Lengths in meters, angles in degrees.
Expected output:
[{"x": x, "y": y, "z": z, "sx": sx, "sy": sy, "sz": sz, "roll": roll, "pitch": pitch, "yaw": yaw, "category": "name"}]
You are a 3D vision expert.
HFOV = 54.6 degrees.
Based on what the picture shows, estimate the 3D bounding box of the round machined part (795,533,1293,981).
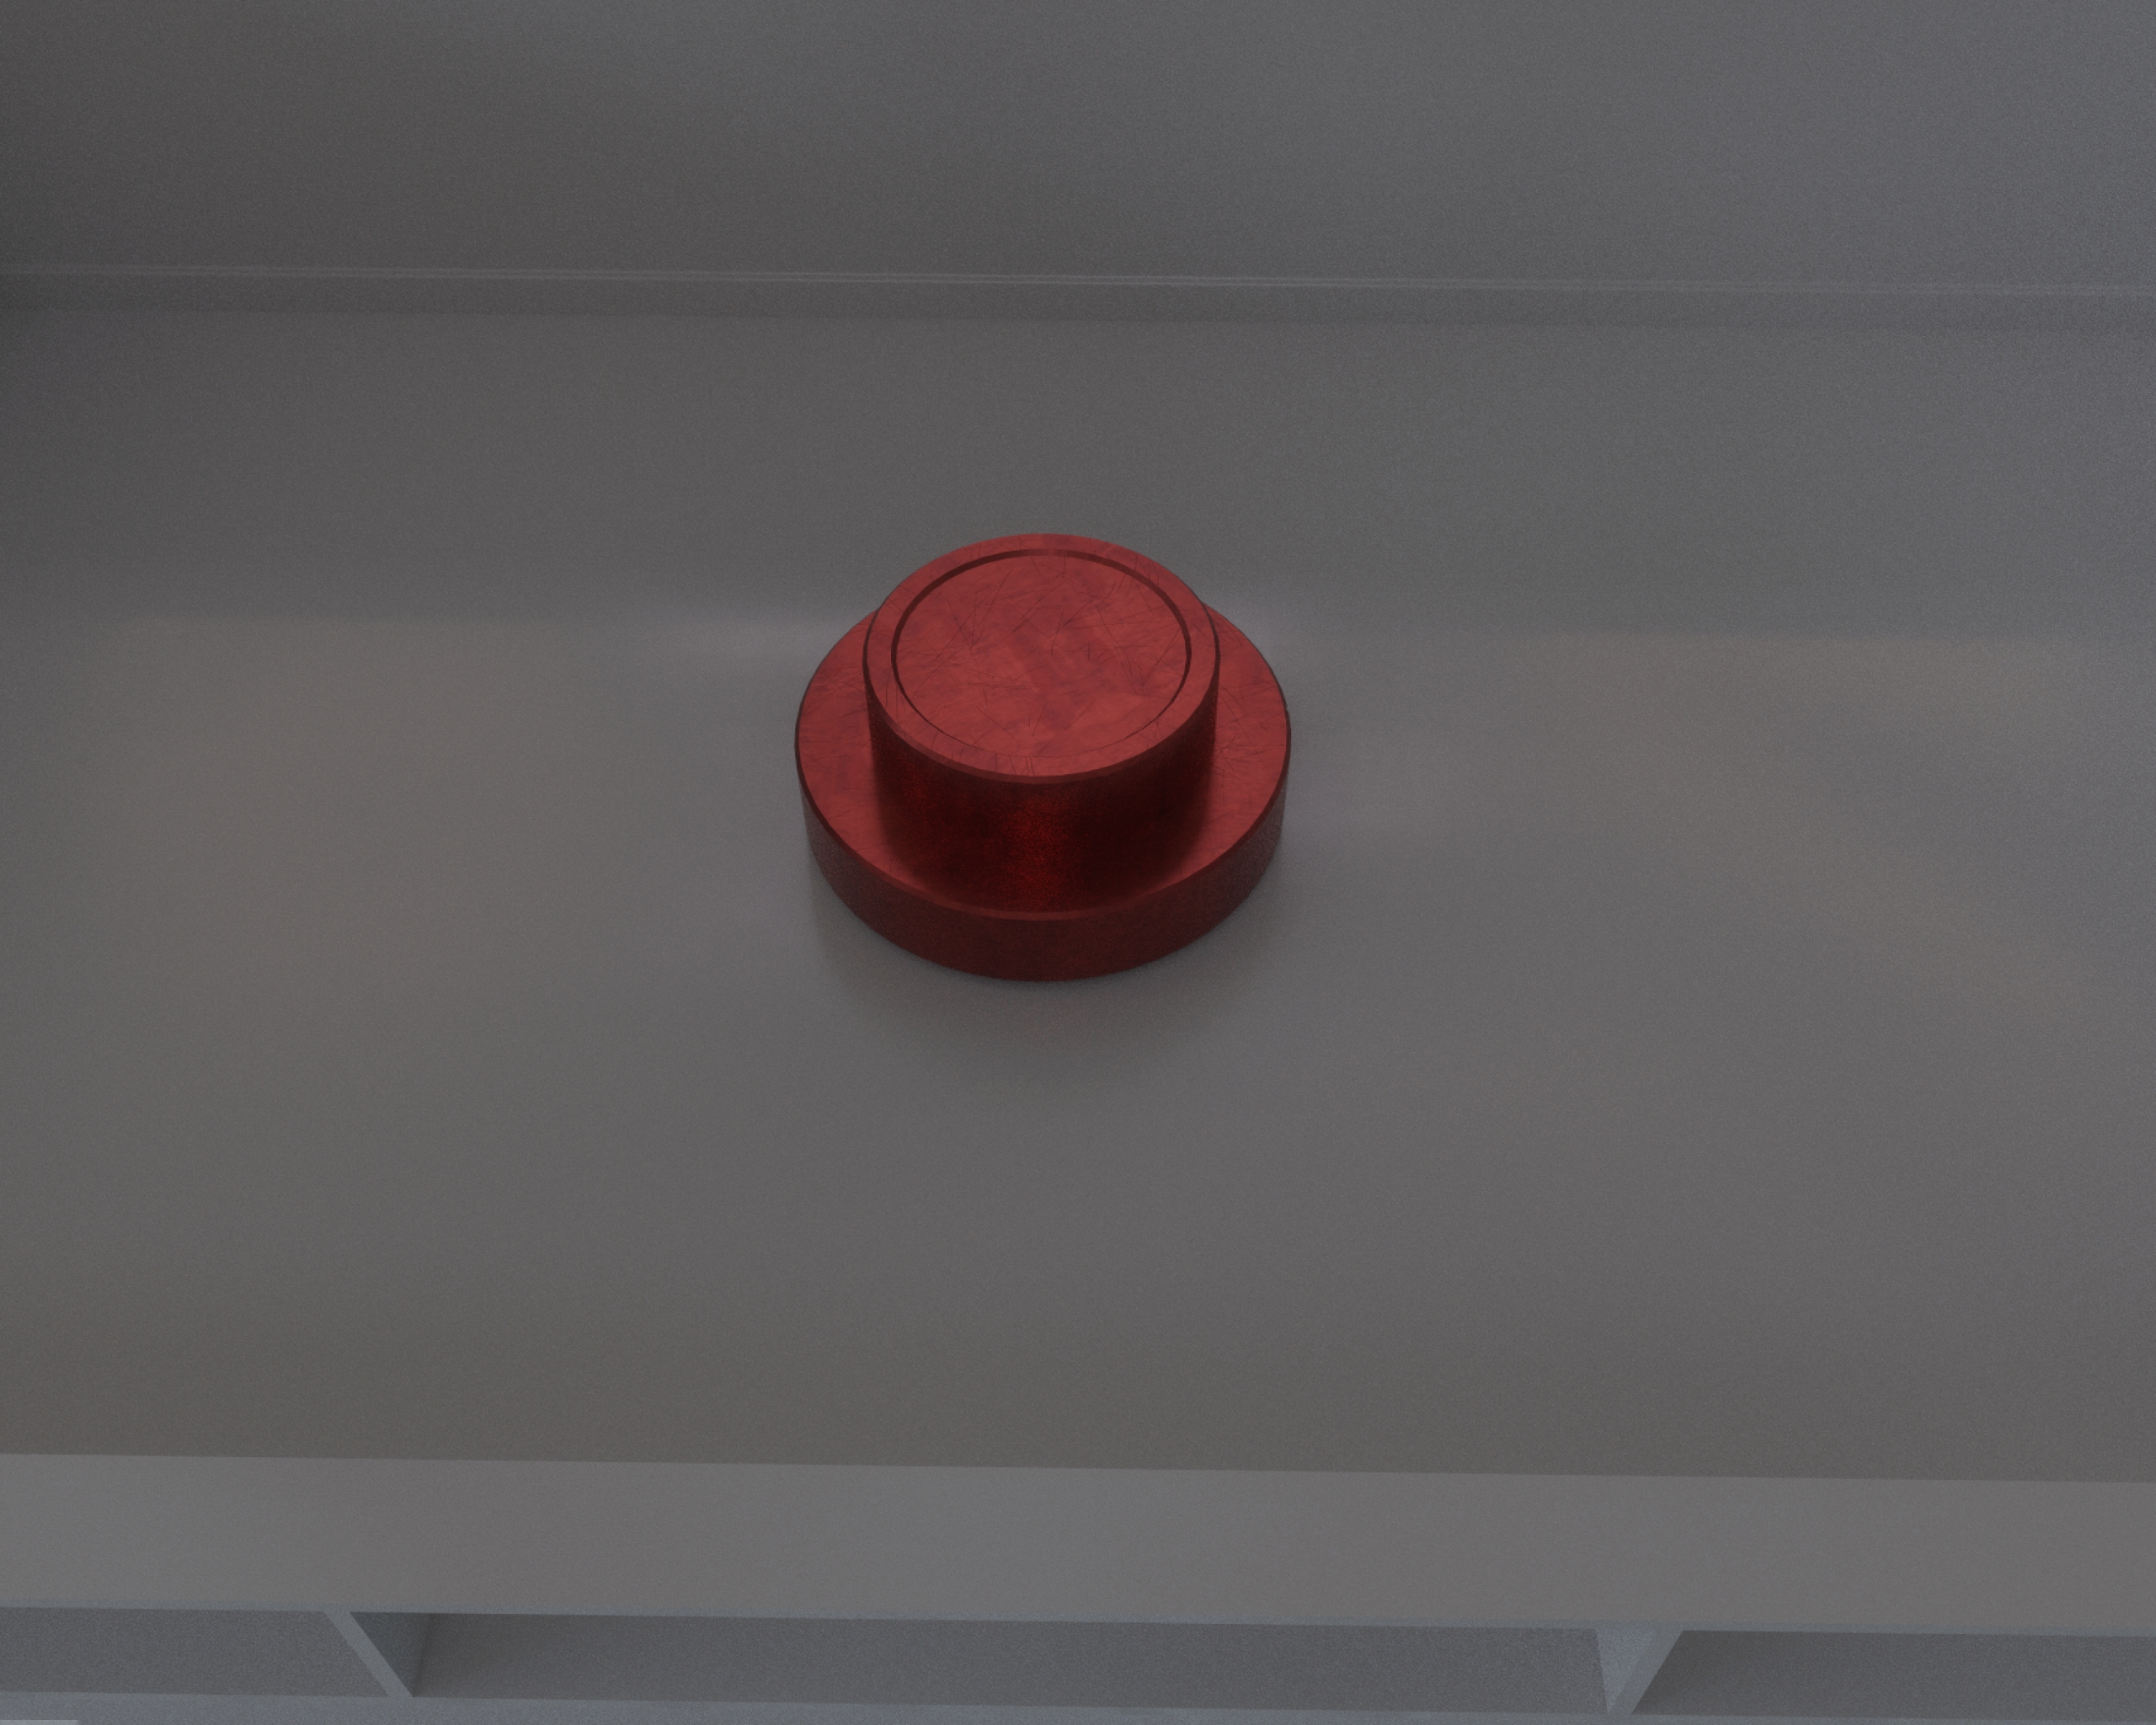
[{"x": -0.007, "y": -0.028, "z": 0.414, "sx": 0.099, "sy": 0.042, "sz": 0.098, "roll": 0, "pitch": 50, "yaw": 0, "category": "round machined part"}]
